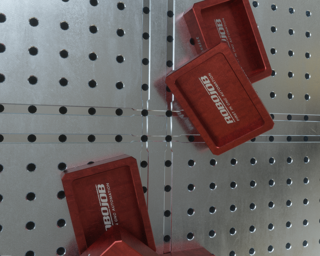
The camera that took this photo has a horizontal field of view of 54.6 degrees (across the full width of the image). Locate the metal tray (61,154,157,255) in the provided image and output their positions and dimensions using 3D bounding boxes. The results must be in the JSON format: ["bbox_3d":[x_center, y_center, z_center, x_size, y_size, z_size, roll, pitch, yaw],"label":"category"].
[{"bbox_3d":[-0.063,0.107,0.386,0.091,0.030,0.129,-14,95,-20],"label":"metal tray"}]

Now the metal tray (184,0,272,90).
[{"bbox_3d":[0.099,-0.121,0.445,0.091,0.030,0.129,-24,98,-18],"label":"metal tray"}]

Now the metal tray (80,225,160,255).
[{"bbox_3d":[-0.065,0.186,0.360,0.130,0.030,0.090,-44,114,2],"label":"metal tray"}]

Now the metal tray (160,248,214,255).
[{"bbox_3d":[0.031,0.238,0.421,0.091,0.030,0.129,-1,90,-20],"label":"metal tray"}]

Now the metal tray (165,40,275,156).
[{"bbox_3d":[0.079,-0.038,0.413,0.090,0.030,0.130,-30,103,20],"label":"metal tray"}]
